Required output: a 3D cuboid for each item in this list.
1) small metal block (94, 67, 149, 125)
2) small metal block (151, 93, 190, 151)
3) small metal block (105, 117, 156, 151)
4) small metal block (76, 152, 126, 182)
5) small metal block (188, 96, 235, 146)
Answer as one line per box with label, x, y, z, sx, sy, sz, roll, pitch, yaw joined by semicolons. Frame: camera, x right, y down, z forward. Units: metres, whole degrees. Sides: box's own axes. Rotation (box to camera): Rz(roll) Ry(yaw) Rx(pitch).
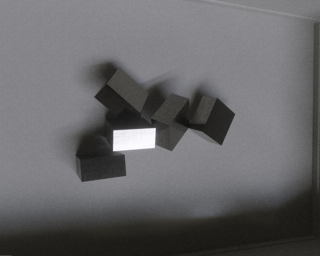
small metal block;-0.045;-0.040;0.379;0.050;0.050;0.025;42;121;-16
small metal block;0.015;-0.007;0.395;0.050;0.025;0.050;-52;151;-33
small metal block;-0.038;0.006;0.381;0.050;0.050;0.025;-3;108;-20
small metal block;-0.072;0.045;0.371;0.050;0.050;0.025;-5;92;-20
small metal block;0.073;-0.010;0.429;0.050;0.025;0.050;33;79;-41
